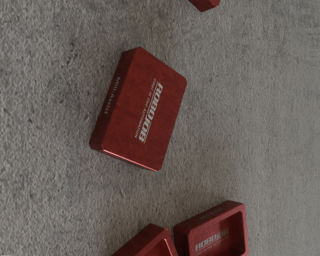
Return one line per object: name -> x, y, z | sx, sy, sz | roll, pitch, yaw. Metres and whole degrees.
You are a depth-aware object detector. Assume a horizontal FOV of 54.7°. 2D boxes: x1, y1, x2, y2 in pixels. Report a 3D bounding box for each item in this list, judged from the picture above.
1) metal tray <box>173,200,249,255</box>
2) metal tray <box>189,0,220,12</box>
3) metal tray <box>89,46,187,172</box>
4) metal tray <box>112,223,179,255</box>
metal tray -> 0.082, 0.173, 0.469 | 0.131, 0.030, 0.089 | -11, 97, -39
metal tray -> 0.062, -0.251, 0.452 | 0.090, 0.030, 0.130 | 28, 73, -37
metal tray -> -0.022, -0.021, 0.382 | 0.090, 0.030, 0.130 | 28, 73, -37
metal tray -> -0.011, 0.201, 0.392 | 0.091, 0.030, 0.129 | -31, 110, -35
